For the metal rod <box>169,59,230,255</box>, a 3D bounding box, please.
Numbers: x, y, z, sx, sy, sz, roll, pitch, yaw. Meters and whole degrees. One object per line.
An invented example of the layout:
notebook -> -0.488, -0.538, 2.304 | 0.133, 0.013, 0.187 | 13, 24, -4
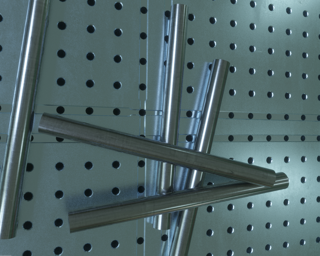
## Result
metal rod -> 0.054, 0.050, 0.434 | 0.025, 0.025, 0.298 | 15, 85, -20

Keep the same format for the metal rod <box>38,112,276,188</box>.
metal rod -> 0.005, 0.031, 0.390 | 0.302, 0.025, 0.025 | 15, 85, -10

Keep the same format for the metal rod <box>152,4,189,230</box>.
metal rod -> 0.015, -0.016, 0.419 | 0.025, 0.025, 0.298 | 5, 88, -20

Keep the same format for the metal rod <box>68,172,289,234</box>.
metal rod -> 0.039, 0.091, 0.400 | 0.303, 0.025, 0.025 | -6, 92, -20

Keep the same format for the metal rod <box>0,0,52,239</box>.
metal rod -> -0.155, -0.027, 0.355 | 0.025, 0.025, 0.298 | 9, 87, -20
